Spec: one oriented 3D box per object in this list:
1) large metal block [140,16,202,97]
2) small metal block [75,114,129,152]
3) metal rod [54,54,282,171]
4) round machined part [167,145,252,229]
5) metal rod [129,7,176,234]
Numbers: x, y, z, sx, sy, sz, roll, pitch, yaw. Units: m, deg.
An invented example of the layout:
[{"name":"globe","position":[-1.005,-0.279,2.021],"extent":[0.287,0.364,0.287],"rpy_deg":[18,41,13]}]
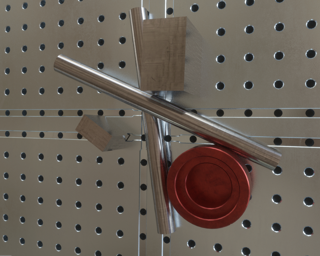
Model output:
[{"name":"large metal block","position":[0.017,-0.081,0.377],"extent":[0.050,0.080,0.079],"rpy_deg":[3,91,20]},{"name":"small metal block","position":[-0.078,0.006,0.426],"extent":[0.050,0.050,0.025],"rpy_deg":[36,102,16]},{"name":"metal rod","position":[0.002,-0.023,0.387],"extent":[0.301,0.025,0.025],"rpy_deg":[25,98,9]},{"name":"round machined part","position":[0.061,0.068,0.378],"extent":[0.098,0.042,0.097],"rpy_deg":[2,97,22]},{"name":"metal rod","position":[-0.010,-0.012,0.415],"extent":[0.025,0.025,0.298],"rpy_deg":[-8,87,19]}]
